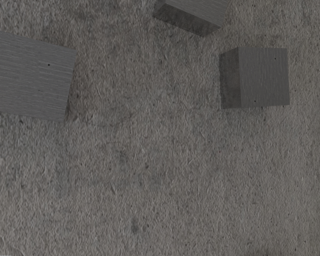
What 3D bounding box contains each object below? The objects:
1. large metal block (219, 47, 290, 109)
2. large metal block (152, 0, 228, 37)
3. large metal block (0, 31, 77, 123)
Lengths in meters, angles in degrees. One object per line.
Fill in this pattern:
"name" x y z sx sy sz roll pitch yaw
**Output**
"large metal block" 0.134 -0.070 0.445 0.081 0.050 0.079 -4 92 -20
"large metal block" 0.044 -0.178 0.411 0.081 0.050 0.080 16 85 -20
"large metal block" -0.142 -0.052 0.343 0.081 0.050 0.080 11 86 -20
